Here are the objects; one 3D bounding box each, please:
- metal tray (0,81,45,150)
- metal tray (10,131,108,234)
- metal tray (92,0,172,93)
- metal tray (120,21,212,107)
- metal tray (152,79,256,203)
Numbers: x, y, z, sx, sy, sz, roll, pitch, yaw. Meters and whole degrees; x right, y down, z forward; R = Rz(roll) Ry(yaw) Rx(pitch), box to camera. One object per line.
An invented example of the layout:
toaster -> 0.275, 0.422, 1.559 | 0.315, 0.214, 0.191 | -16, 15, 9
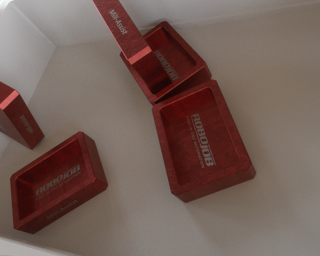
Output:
metal tray -> -0.230, -0.025, 0.453 | 0.090, 0.129, 0.030 | 28, 63, 12
metal tray -> -0.143, 0.074, 0.429 | 0.130, 0.030, 0.090 | -32, 52, 7
metal tray -> -0.036, -0.116, 0.422 | 0.030, 0.090, 0.130 | -33, 62, 6
metal tray -> 0.004, -0.093, 0.456 | 0.090, 0.030, 0.130 | -35, 51, 4
metal tray -> 0.047, 0.012, 0.369 | 0.090, 0.030, 0.130 | -23, 53, 13
